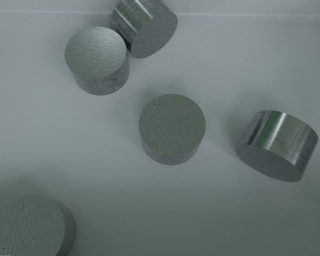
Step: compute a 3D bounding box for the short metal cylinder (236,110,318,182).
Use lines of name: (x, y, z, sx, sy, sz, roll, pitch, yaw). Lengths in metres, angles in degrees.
short metal cylinder: (0.140, 0.023, 0.374, 0.080, 0.080, 0.050, 30, 73, 10)

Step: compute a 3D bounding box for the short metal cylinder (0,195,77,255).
short metal cylinder: (-0.141, 0.119, 0.351, 0.081, 0.050, 0.080, 0, 70, 0)

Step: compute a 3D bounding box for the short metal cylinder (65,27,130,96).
short metal cylinder: (-0.084, -0.092, 0.429, 0.081, 0.050, 0.080, 0, 70, 0)

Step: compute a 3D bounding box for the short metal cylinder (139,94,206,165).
short metal cylinder: (0.015, 0.003, 0.395, 0.081, 0.050, 0.080, 0, 70, 0)

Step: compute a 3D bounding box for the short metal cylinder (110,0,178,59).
short metal cylinder: (-0.022, -0.144, 0.433, 0.080, 0.080, 0.050, -35, 74, -12)
